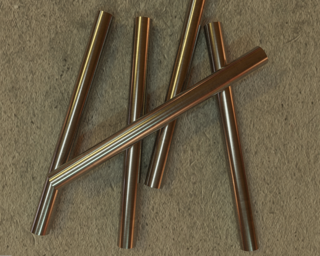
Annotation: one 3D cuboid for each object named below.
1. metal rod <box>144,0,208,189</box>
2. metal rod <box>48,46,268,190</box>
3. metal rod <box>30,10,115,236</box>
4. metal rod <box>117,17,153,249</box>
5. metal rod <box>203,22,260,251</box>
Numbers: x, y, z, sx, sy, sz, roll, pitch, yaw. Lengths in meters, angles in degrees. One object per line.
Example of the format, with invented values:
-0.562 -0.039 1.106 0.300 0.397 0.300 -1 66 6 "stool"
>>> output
0.026 -0.068 0.409 0.025 0.025 0.298 14 90 0 "metal rod"
-0.002 -0.012 0.383 0.301 0.025 0.025 -31 90 0 "metal rod"
-0.115 -0.007 0.408 0.025 0.025 0.298 17 90 0 "metal rod"
-0.033 0.006 0.409 0.025 0.025 0.298 4 90 0 "metal rod"
0.094 0.011 0.410 0.025 0.025 0.298 -10 90 0 "metal rod"
